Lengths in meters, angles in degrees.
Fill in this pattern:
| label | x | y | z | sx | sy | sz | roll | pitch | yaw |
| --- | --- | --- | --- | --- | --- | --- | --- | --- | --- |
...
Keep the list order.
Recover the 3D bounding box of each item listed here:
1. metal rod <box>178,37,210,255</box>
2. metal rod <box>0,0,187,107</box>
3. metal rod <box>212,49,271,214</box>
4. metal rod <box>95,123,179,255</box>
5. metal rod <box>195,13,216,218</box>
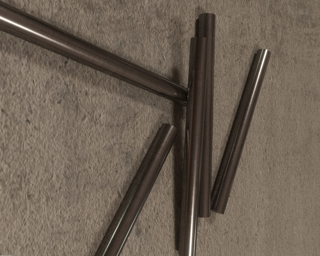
| label | x | y | z | sx | sy | sz | roll | pitch | yaw |
| --- | --- | --- | --- | --- | --- | --- | --- | --- | --- |
| metal rod | 0.045 | 0.031 | 0.422 | 0.025 | 0.025 | 0.298 | -3 | 99 | -40 |
| metal rod | -0.063 | -0.076 | 0.352 | 0.302 | 0.025 | 0.025 | 18 | 79 | -39 |
| metal rod | 0.138 | -0.004 | 0.523 | 0.025 | 0.025 | 0.299 | 34 | 69 | -35 |
| metal rod | -0.049 | 0.125 | 0.365 | 0.025 | 0.025 | 0.300 | 41 | 65 | -33 |
| metal rod | 0.067 | -0.019 | 0.462 | 0.025 | 0.025 | 0.298 | 3 | 88 | -40 |
